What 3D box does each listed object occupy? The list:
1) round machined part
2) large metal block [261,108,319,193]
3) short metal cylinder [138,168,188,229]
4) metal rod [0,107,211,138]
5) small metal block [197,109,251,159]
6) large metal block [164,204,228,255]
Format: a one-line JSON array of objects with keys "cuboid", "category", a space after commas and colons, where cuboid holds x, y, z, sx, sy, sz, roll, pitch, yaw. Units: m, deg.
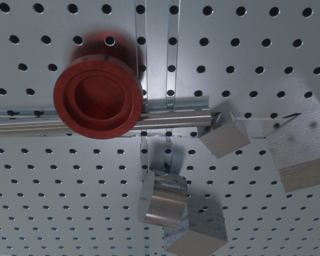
[{"cuboid": [-0.069, -0.038, 0.360, 0.099, 0.042, 0.097, -1, 121, -1], "category": "round machined part"}, {"cuboid": [0.187, 0.028, 0.401, 0.080, 0.080, 0.050, -19, 128, 15], "category": "large metal block"}, {"cuboid": [0.002, 0.105, 0.465, 0.050, 0.080, 0.079, 16, 128, -13], "category": "short metal cylinder"}, {"cuboid": [-0.086, -0.007, 0.404, 0.302, 0.025, 0.025, -3, 130, 2], "category": "metal rod"}, {"cuboid": [0.086, 0.009, 0.420, 0.050, 0.025, 0.050, -30, 124, 23], "category": "small metal block"}, {"cuboid": [0.062, 0.191, 0.558, 0.080, 0.050, 0.080, 24, 126, -19], "category": "large metal block"}]
